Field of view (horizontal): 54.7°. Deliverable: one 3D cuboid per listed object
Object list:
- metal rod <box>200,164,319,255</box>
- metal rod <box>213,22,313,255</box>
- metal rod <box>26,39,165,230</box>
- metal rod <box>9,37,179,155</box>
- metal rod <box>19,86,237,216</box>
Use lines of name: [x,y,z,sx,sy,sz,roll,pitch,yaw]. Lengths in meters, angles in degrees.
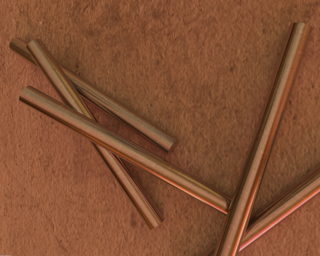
metal rod: [0.128,0.105,0.363,0.299,0.025,0.025,-44,77,14]
metal rod: [0.114,0.027,0.353,0.025,0.025,0.298,18,90,18]
metal rod: [-0.090,0.005,0.422,0.025,0.025,0.299,-37,85,16]
metal rod: [-0.104,-0.053,0.444,0.300,0.025,0.025,33,100,16]
metal rod: [-0.043,0.027,0.391,0.301,0.025,0.025,28,99,5]
